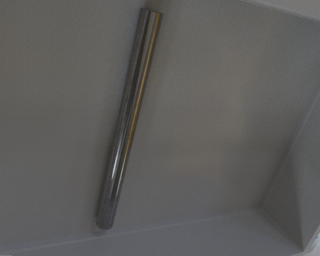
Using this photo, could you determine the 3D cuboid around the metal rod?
[{"bbox_3d":[-0.044,0.007,0.388,0.025,0.025,0.298,1,118,-29],"label":"metal rod"}]
